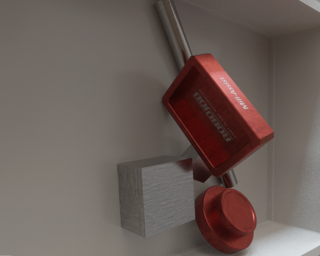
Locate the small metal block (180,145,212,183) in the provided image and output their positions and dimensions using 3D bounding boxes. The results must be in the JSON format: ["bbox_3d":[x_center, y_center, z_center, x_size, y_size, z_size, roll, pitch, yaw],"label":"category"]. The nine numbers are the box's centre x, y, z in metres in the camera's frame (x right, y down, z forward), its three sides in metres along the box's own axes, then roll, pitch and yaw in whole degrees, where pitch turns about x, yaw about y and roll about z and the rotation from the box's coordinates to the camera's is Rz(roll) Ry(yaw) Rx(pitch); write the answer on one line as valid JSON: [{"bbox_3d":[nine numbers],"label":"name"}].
[{"bbox_3d":[0.058,0.047,0.440,0.050,0.025,0.050,25,115,-38],"label":"small metal block"}]

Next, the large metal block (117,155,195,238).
[{"bbox_3d":[-0.004,0.081,0.389,0.081,0.050,0.079,-6,94,-40],"label":"large metal block"}]

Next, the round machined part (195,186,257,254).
[{"bbox_3d":[0.102,0.128,0.453,0.099,0.042,0.098,24,42,-24],"label":"round machined part"}]

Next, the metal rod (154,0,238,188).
[{"bbox_3d":[0.059,-0.040,0.458,0.025,0.025,0.299,-36,113,-34],"label":"metal rod"}]

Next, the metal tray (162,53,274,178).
[{"bbox_3d":[0.064,-0.015,0.382,0.030,0.089,0.130,-20,68,-39],"label":"metal tray"}]
